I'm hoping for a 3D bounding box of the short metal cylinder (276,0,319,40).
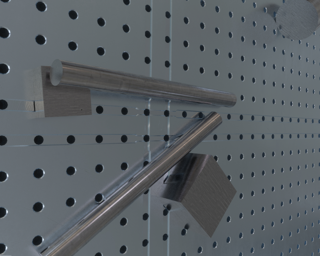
[{"bbox_3d":[0.276,-0.219,0.605,0.050,0.080,0.080,-39,114,-33],"label":"short metal cylinder"}]

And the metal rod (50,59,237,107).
[{"bbox_3d":[0.009,-0.049,0.397,0.302,0.025,0.025,2,89,-46],"label":"metal rod"}]

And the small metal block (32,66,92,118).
[{"bbox_3d":[-0.102,-0.037,0.324,0.050,0.025,0.050,-6,94,-40],"label":"small metal block"}]

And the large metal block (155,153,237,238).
[{"bbox_3d":[0.053,0.093,0.438,0.080,0.050,0.080,-52,121,-27],"label":"large metal block"}]

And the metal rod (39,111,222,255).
[{"bbox_3d":[-0.014,0.061,0.397,0.302,0.025,0.025,-37,113,-34],"label":"metal rod"}]
